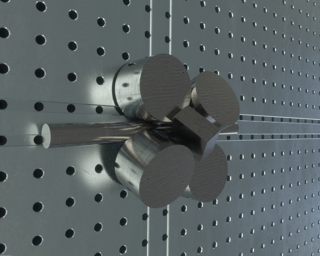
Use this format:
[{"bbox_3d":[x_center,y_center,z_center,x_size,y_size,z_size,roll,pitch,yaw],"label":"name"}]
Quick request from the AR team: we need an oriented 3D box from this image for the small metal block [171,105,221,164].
[{"bbox_3d":[0.041,0.008,0.377,0.025,0.050,0.050,-40,157,-27],"label":"small metal block"}]

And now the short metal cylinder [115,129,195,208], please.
[{"bbox_3d":[-0.006,0.047,0.368,0.081,0.050,0.079,-19,122,-33],"label":"short metal cylinder"}]

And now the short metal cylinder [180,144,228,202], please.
[{"bbox_3d":[0.049,0.058,0.429,0.081,0.050,0.079,0,90,-40],"label":"short metal cylinder"}]

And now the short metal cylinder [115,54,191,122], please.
[{"bbox_3d":[-0.007,-0.047,0.382,0.081,0.050,0.079,0,90,-40],"label":"short metal cylinder"}]

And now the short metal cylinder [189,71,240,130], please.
[{"bbox_3d":[0.062,-0.030,0.423,0.081,0.050,0.080,19,56,-31],"label":"short metal cylinder"}]

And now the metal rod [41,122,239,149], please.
[{"bbox_3d":[0.002,0.004,0.406,0.302,0.025,0.025,-2,92,-40],"label":"metal rod"}]
